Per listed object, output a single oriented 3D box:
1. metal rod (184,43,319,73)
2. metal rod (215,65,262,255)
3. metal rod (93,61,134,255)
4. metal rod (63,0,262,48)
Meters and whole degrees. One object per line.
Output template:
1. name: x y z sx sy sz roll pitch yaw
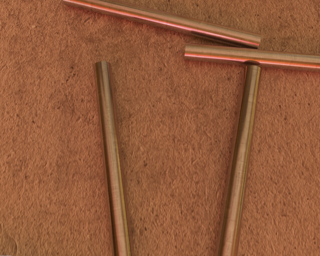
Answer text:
1. metal rod: 0.186 -0.096 0.444 0.302 0.025 0.025 6 70 2
2. metal rod: 0.098 0.055 0.388 0.025 0.025 0.299 12 70 4
3. metal rod: -0.058 0.051 0.388 0.025 0.025 0.299 -9 70 -3
4. metal rod: 0.000 -0.164 0.467 0.301 0.025 0.025 15 71 5
